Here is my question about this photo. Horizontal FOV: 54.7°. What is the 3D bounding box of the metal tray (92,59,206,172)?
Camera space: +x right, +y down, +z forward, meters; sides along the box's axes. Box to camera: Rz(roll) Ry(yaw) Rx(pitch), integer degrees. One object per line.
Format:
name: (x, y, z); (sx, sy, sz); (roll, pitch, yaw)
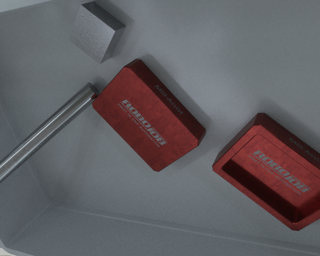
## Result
metal tray: (-0.016, -0.013, 0.405); (0.130, 0.030, 0.090); (47, 129, -5)

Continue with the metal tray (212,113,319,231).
metal tray: (0.140, 0.054, 0.364); (0.130, 0.030, 0.089); (37, 129, 2)

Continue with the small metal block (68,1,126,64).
small metal block: (-0.077, -0.115, 0.376); (0.050, 0.025, 0.050); (38, 129, 2)

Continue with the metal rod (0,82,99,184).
metal rod: (-0.205, 0.039, 0.454); (0.300, 0.025, 0.025); (-39, 97, 12)
